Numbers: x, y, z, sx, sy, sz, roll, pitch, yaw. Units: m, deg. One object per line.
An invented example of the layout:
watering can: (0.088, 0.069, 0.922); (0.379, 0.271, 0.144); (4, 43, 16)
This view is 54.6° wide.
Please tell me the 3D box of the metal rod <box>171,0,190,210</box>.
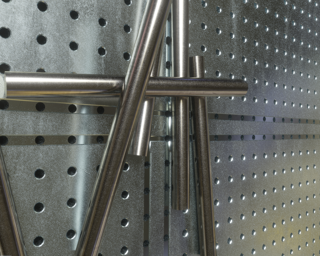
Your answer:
metal rod: (0.028, -0.038, 0.431); (0.025, 0.025, 0.298); (-1, 91, -40)

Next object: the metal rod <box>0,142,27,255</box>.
metal rod: (-0.160, -0.001, 0.274); (0.025, 0.025, 0.298); (-16, 100, -39)

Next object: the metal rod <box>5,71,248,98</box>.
metal rod: (-0.014, -0.049, 0.365); (0.302, 0.025, 0.025); (-4, 93, -30)

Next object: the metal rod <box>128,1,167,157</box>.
metal rod: (-0.007, -0.113, 0.401); (0.025, 0.025, 0.299); (13, 82, -39)

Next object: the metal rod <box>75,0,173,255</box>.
metal rod: (-0.039, -0.002, 0.331); (0.025, 0.025, 0.299); (13, 95, -39)

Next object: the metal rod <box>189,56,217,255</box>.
metal rod: (0.063, 0.046, 0.460); (0.025, 0.025, 0.298); (-7, 95, -40)
